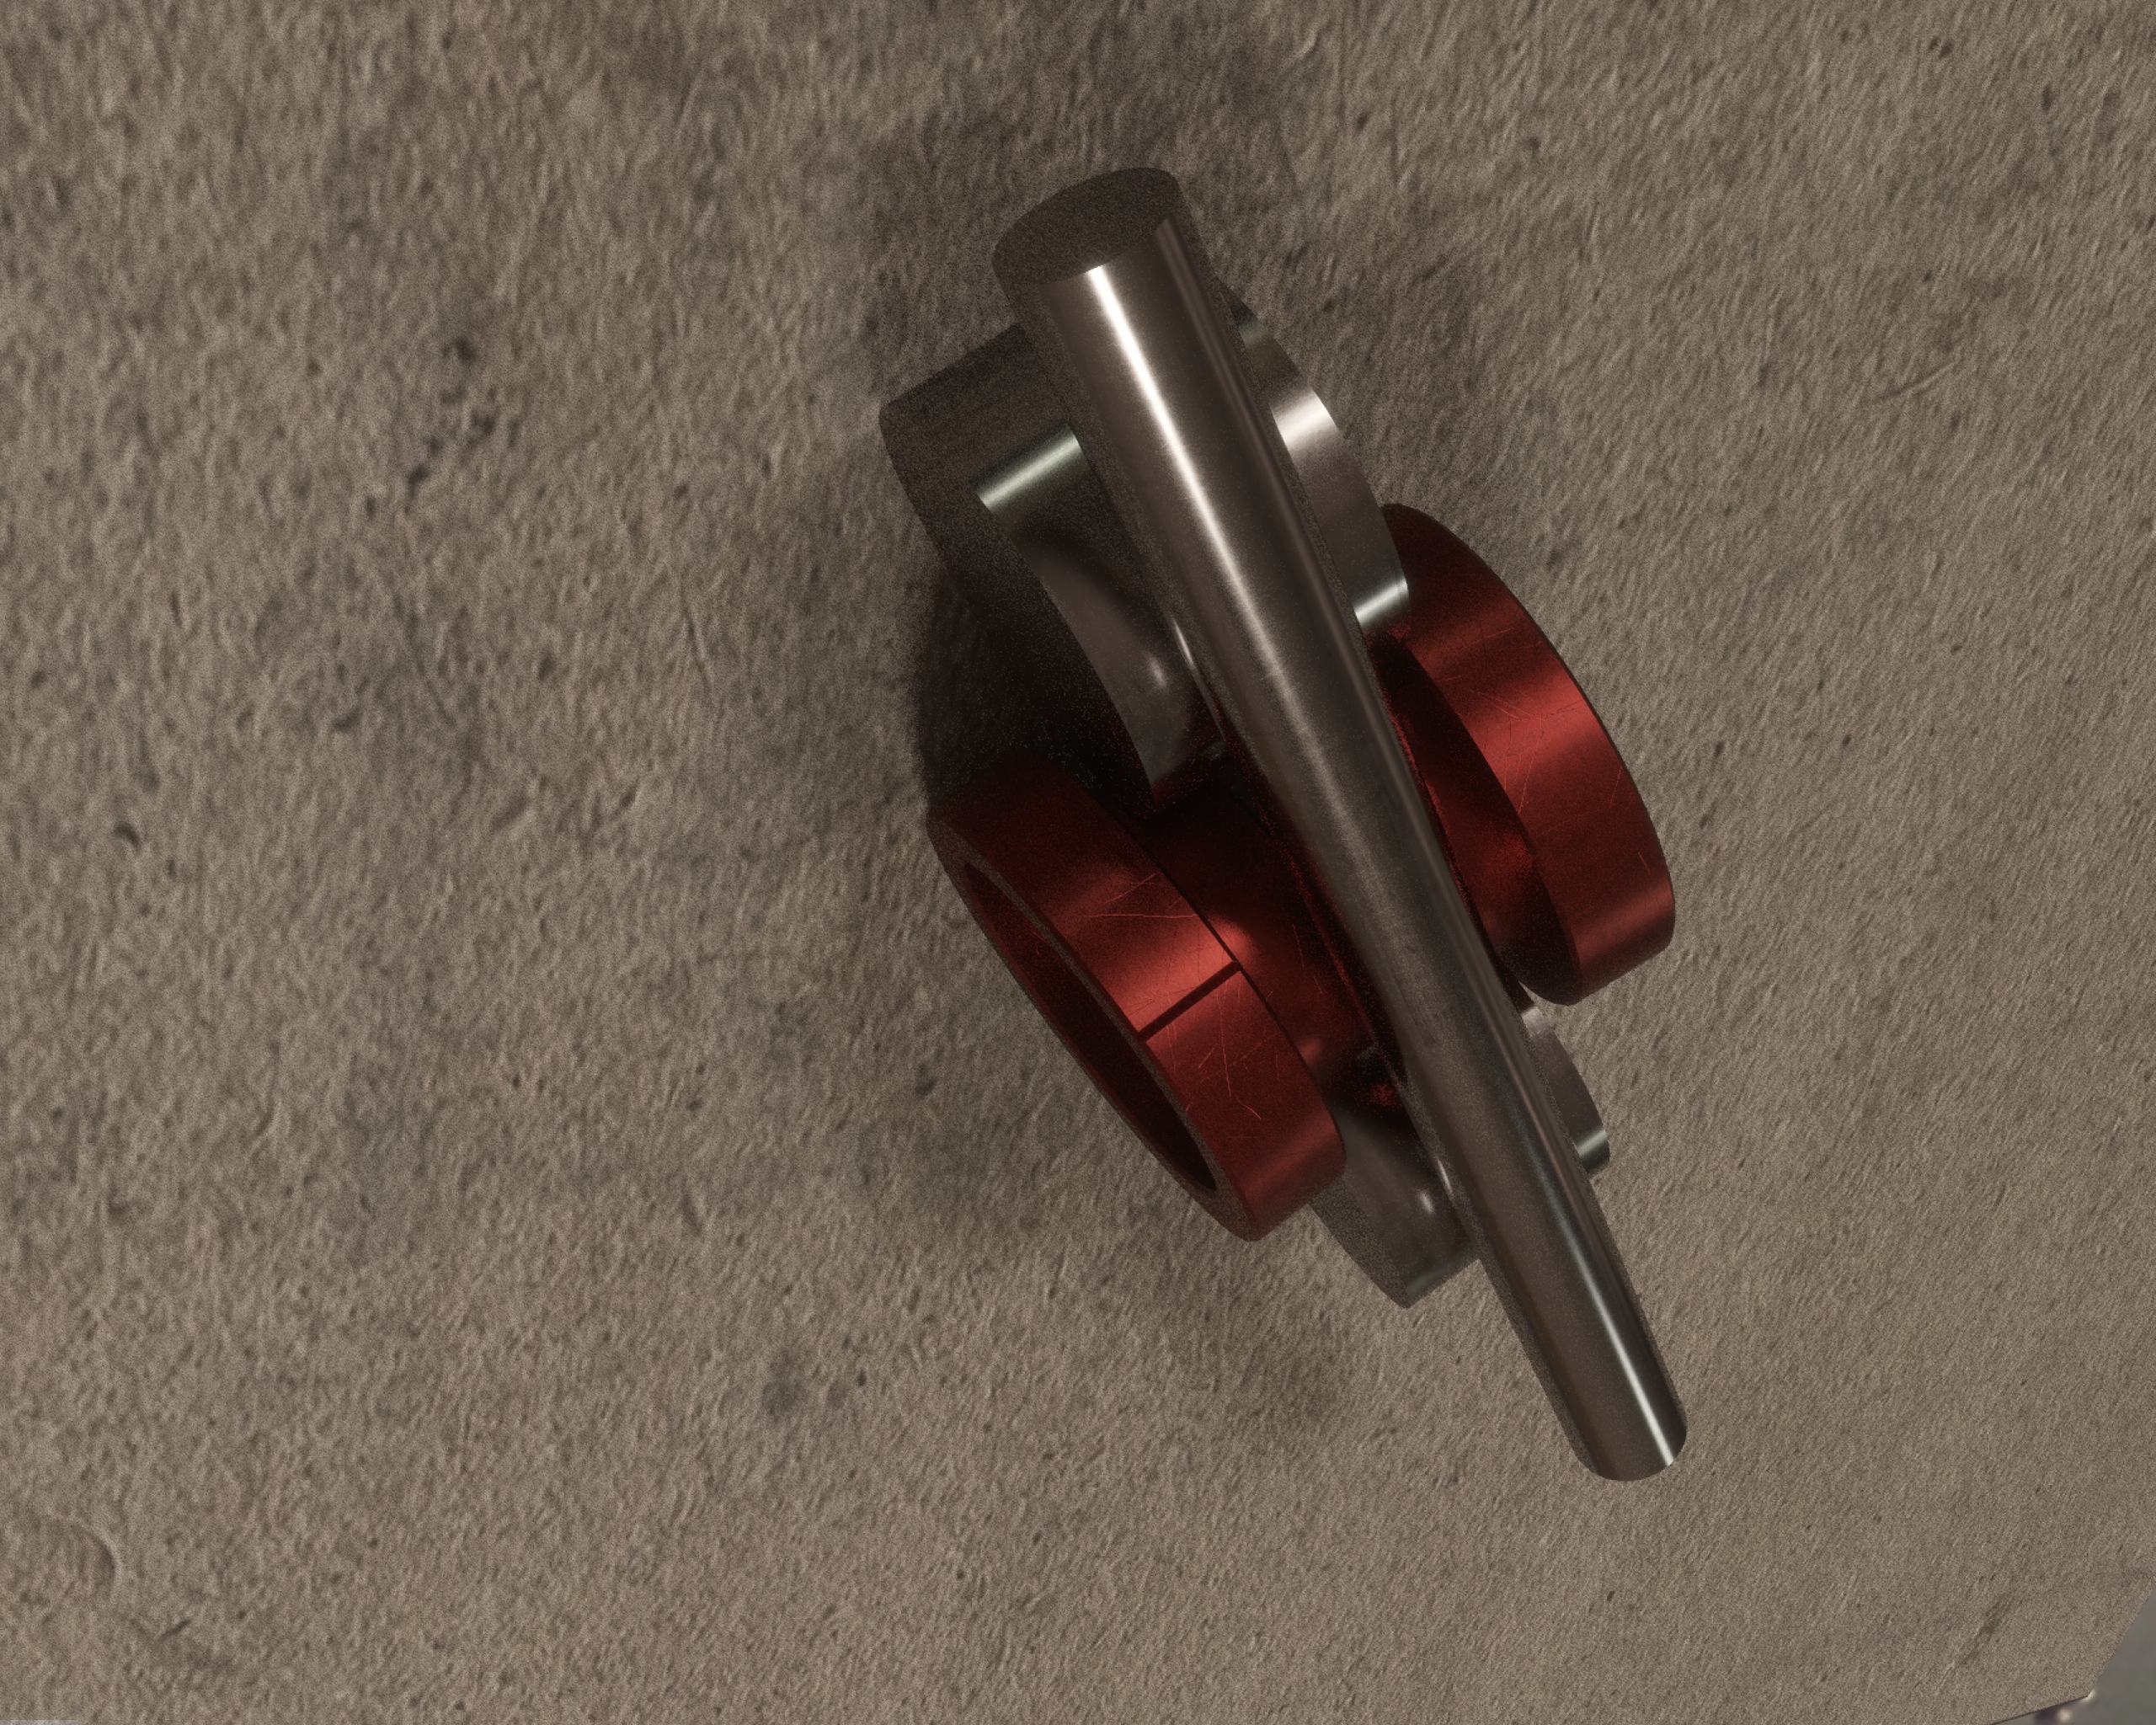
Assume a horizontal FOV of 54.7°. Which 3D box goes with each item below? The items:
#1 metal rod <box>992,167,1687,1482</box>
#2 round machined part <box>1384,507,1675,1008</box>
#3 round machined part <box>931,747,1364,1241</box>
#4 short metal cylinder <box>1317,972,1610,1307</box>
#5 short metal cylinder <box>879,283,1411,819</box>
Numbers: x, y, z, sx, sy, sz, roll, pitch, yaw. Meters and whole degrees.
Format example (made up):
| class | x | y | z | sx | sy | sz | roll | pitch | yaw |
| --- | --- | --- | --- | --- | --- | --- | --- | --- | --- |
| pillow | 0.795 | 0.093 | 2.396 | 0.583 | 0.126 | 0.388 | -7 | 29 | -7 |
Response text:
| class | x | y | z | sx | sy | sz | roll | pitch | yaw |
| --- | --- | --- | --- | --- | --- | --- | --- | --- | --- |
| metal rod | 0.059 | 0.021 | 0.352 | 0.025 | 0.025 | 0.299 | -35 | 129 | -6 |
| round machined part | 0.064 | -0.014 | 0.390 | 0.042 | 0.098 | 0.098 | -31 | 129 | -3 |
| round machined part | 0.018 | 0.018 | 0.382 | 0.042 | 0.098 | 0.098 | -37 | 130 | -9 |
| short metal cylinder | 0.066 | 0.046 | 0.439 | 0.050 | 0.080 | 0.080 | -34 | 129 | -6 |
| short metal cylinder | 0.010 | -0.054 | 0.346 | 0.050 | 0.080 | 0.080 | -34 | 129 | -6 |
